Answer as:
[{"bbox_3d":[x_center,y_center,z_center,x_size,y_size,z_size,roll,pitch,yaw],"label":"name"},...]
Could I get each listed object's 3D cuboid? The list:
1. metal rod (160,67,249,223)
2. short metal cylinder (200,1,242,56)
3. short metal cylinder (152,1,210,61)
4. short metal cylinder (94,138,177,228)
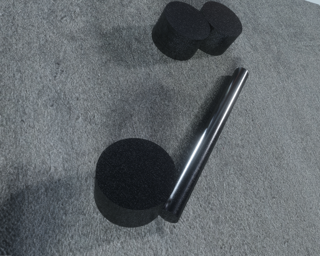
[{"bbox_3d":[0.075,0.002,0.442,0.025,0.025,0.301,37,51,-4],"label":"metal rod"},{"bbox_3d":[0.097,-0.175,0.547,0.081,0.050,0.080,14,56,-21],"label":"short metal cylinder"},{"bbox_3d":[0.033,-0.156,0.501,0.081,0.050,0.080,13,56,-21],"label":"short metal cylinder"},{"bbox_3d":[-0.028,0.057,0.326,0.081,0.050,0.080,7,53,-9],"label":"short metal cylinder"}]
